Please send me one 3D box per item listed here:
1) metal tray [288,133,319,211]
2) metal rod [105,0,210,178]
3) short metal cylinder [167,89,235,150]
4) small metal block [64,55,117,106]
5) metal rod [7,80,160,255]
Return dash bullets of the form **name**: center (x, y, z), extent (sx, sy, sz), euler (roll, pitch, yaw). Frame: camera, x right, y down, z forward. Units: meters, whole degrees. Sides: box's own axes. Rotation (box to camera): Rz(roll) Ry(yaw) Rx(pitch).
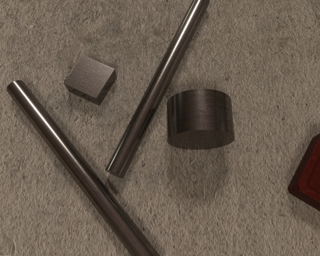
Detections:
- **metal tray**: center (0.239, 0.073, 0.381), extent (0.130, 0.030, 0.090), euler (31, 73, 10)
- **metal rod**: center (0.004, -0.071, 0.433), extent (0.025, 0.025, 0.300), euler (23, 71, 8)
- **short metal cylinder**: center (0.049, -0.008, 0.382), extent (0.081, 0.080, 0.050), euler (0, 70, 0)
- **small metal block**: center (-0.096, -0.066, 0.431), extent (0.050, 0.025, 0.050), euler (25, 72, 8)
- **metal rod**: center (-0.102, 0.051, 0.388), extent (0.025, 0.025, 0.300), euler (-39, 75, -13)
